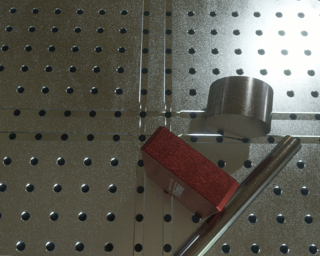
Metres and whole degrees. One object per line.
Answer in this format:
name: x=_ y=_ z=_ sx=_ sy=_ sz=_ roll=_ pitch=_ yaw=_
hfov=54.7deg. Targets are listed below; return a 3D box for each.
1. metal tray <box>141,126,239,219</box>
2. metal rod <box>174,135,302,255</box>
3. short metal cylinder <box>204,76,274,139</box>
metal tray: x=0.026 y=0.055 z=0.336 sx=0.090 sy=0.130 sz=0.030 roll=37 pitch=74 yaw=12
metal rod: x=0.067 y=0.117 z=0.369 sx=0.301 sy=0.025 sz=0.025 roll=-42 pitch=76 yaw=-14
short metal cylinder: x=0.100 y=-0.024 z=0.393 sx=0.080 sy=0.080 sz=0.050 roll=10 pitch=71 yaw=3
